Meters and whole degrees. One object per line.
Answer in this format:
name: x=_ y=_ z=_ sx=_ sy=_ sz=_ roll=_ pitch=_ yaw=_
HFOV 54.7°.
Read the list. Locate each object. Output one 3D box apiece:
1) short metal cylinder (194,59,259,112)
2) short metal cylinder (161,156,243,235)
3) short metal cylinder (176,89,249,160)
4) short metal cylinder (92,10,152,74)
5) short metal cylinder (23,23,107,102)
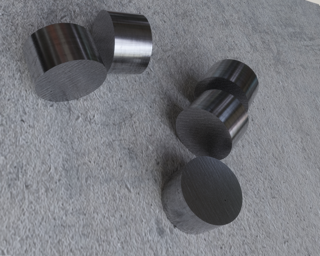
short metal cylinder: x=0.097 y=-0.053 z=0.453 sx=0.080 sy=0.080 sz=0.050 roll=39 pitch=51 yaw=-2
short metal cylinder: x=0.049 y=0.080 z=0.365 sx=0.081 sy=0.050 sz=0.080 roll=14 pitch=56 yaw=-21
short metal cylinder: x=0.068 y=-0.004 z=0.407 sx=0.080 sy=0.080 sz=0.050 roll=45 pitch=51 yaw=3
short metal cylinder: x=-0.052 y=-0.111 z=0.408 sx=0.050 sy=0.080 sz=0.080 roll=-6 pitch=65 yaw=-31
short metal cylinder: x=-0.108 y=-0.073 z=0.355 sx=0.081 sy=0.080 sz=0.050 roll=-12 pitch=68 yaw=-33
